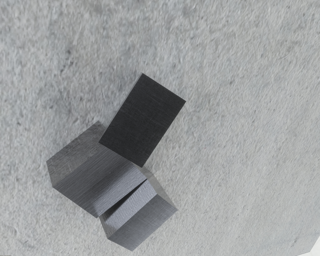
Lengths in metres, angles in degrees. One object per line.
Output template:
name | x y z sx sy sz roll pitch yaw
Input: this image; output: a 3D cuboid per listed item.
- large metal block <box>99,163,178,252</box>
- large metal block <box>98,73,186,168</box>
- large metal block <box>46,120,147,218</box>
large metal block | -0.037 0.100 0.415 0.080 0.080 0.050 -42 130 1
large metal block | -0.020 -0.013 0.340 0.050 0.080 0.080 32 97 -9
large metal block | -0.077 0.052 0.382 0.080 0.050 0.080 -39 130 -2
